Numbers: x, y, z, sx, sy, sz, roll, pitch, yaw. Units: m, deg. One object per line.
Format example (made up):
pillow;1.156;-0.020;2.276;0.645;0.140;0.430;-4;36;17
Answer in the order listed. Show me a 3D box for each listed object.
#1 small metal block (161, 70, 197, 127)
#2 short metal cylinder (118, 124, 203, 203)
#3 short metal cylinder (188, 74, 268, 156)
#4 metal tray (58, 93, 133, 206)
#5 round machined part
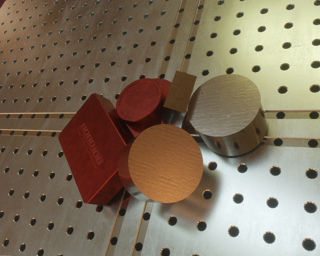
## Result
small metal block;0.022;-0.032;0.372;0.025;0.050;0.050;18;67;5
short metal cylinder;-0.001;0.040;0.336;0.080;0.080;0.050;-67;12;-19
short metal cylinder;0.078;-0.015;0.355;0.080;0.050;0.080;-13;56;21
metal tray;-0.082;0.025;0.413;0.090;0.030;0.130;-48;50;14
round machined part;-0.020;-0.029;0.420;0.098;0.042;0.098;-13;56;21
